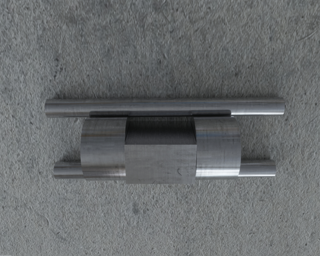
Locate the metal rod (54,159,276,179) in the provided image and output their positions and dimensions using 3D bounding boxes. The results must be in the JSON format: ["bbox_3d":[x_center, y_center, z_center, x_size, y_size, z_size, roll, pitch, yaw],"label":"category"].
[{"bbox_3d":[0.007,0.058,0.432,0.302,0.025,0.025,-1,110,0],"label":"metal rod"}]

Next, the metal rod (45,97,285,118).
[{"bbox_3d":[0.007,-0.027,0.401,0.302,0.025,0.025,-1,110,0],"label":"metal rod"}]

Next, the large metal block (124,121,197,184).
[{"bbox_3d":[0.001,0.028,0.389,0.081,0.080,0.050,0,110,0],"label":"large metal block"}]

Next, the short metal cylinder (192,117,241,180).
[{"bbox_3d":[0.067,0.025,0.391,0.050,0.080,0.079,-1,110,0],"label":"short metal cylinder"}]

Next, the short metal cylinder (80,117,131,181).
[{"bbox_3d":[-0.065,0.026,0.390,0.050,0.080,0.079,-1,110,0],"label":"short metal cylinder"}]
